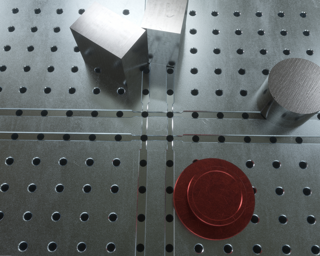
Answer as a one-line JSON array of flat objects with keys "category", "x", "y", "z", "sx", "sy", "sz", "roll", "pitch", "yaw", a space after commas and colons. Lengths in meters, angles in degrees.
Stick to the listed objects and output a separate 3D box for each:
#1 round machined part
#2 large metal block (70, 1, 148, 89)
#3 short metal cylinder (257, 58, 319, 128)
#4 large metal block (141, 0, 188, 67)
[{"category": "round machined part", "x": 0.065, "y": 0.083, "z": 0.372, "sx": 0.099, "sy": 0.042, "sz": 0.098, "roll": 0, "pitch": 70, "yaw": 0}, {"category": "large metal block", "x": -0.065, "y": -0.110, "z": 0.422, "sx": 0.080, "sy": 0.080, "sz": 0.050, "roll": 33, "pitch": 74, "yaw": 11}, {"category": "short metal cylinder", "x": 0.178, "y": -0.046, "z": 0.416, "sx": 0.081, "sy": 0.050, "sz": 0.080, "roll": 0, "pitch": 70, "yaw": 0}, {"category": "large metal block", "x": 0.008, "y": -0.144, "z": 0.435, "sx": 0.050, "sy": 0.080, "sz": 0.080, "roll": 10, "pitch": 70, "yaw": 4}]
